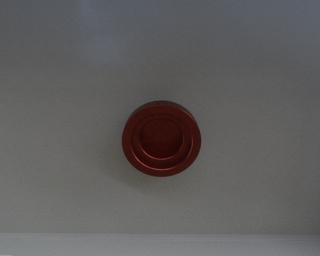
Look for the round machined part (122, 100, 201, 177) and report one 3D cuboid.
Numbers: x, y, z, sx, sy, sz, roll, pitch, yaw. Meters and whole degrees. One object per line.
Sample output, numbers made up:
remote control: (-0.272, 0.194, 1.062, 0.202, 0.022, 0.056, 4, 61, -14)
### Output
round machined part: (0.002, 0.011, 0.402, 0.099, 0.042, 0.097, 0, 110, -1)
